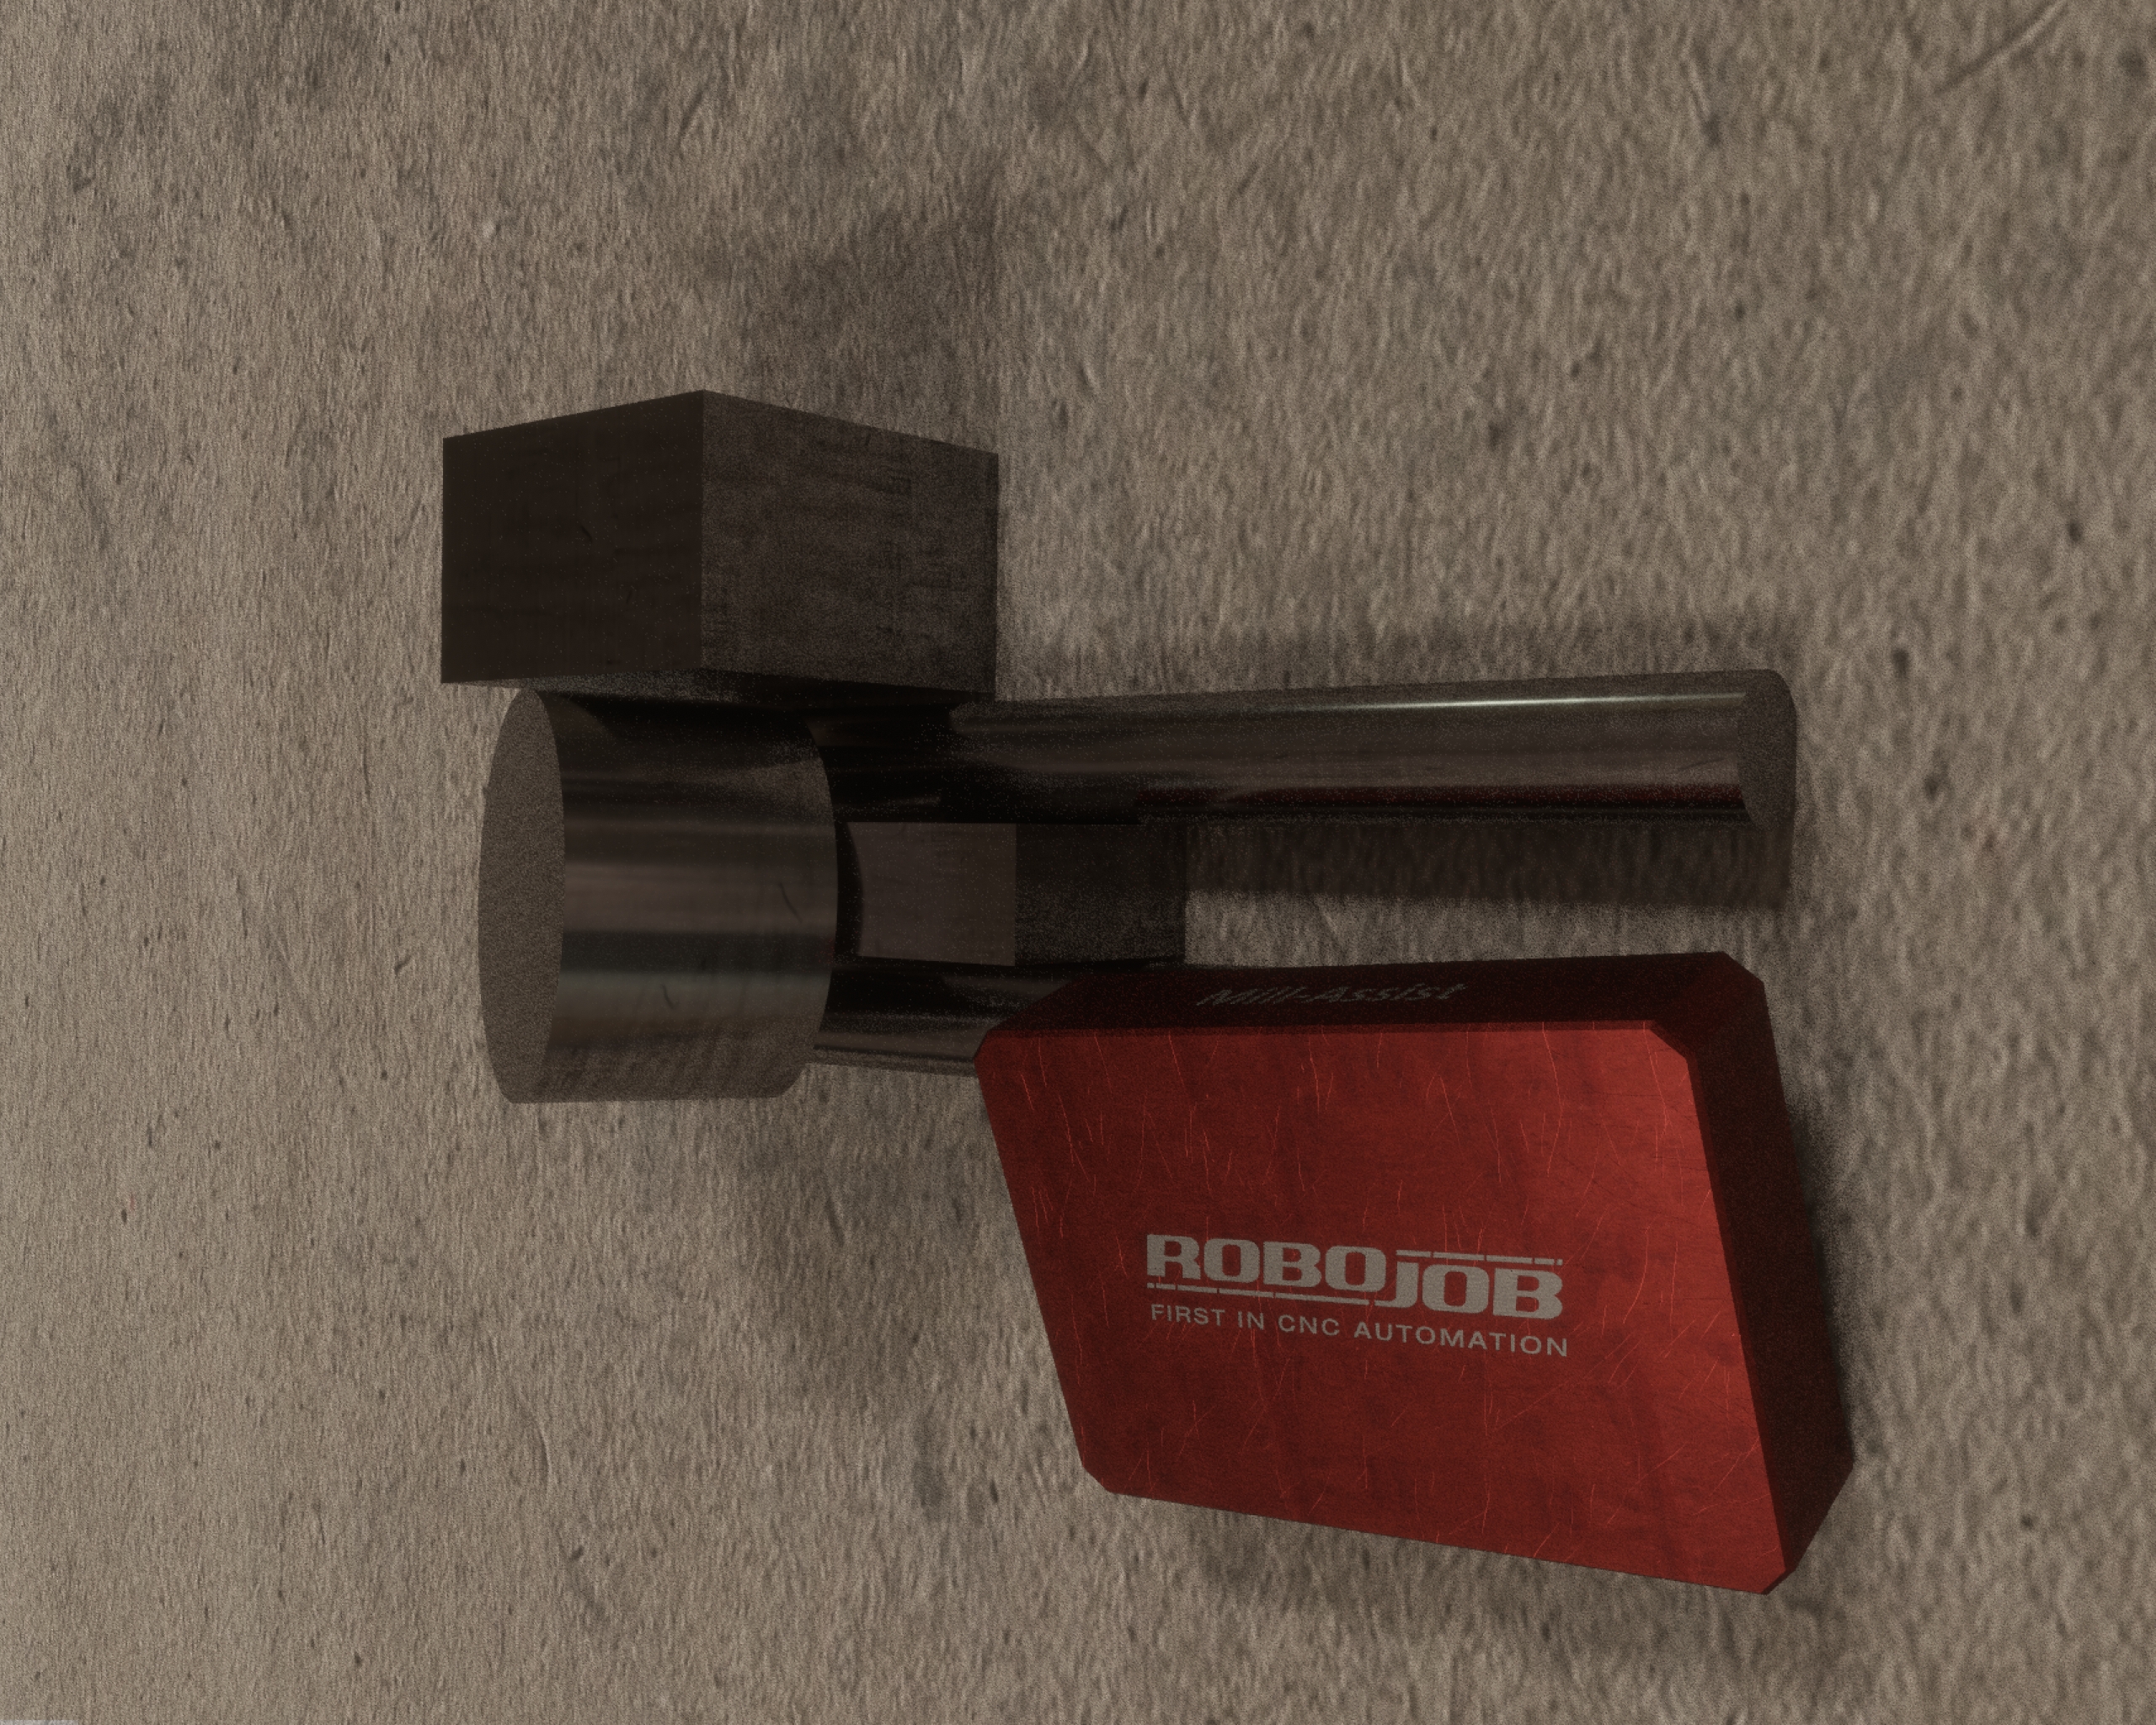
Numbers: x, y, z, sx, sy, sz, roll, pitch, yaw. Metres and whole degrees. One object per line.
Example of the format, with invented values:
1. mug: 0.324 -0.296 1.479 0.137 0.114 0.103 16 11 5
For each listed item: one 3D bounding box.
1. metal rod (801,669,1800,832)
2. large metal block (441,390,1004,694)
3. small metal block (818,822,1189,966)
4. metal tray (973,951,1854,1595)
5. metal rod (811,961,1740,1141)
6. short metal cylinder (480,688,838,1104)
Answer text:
1. metal rod: -0.010 -0.020 0.413 0.300 0.025 0.025 1 91 39
2. large metal block: -0.072 -0.061 0.429 0.080 0.081 0.050 1 91 39
3. small metal block: -0.014 0.005 0.399 0.050 0.050 0.025 1 91 39
4. metal tray: 0.050 0.064 0.342 0.130 0.030 0.089 -5 105 38
5. metal rod: -0.014 0.031 0.416 0.300 0.025 0.025 0 90 39
6. short metal cylinder: -0.085 0.007 0.412 0.080 0.050 0.080 -8 81 63
